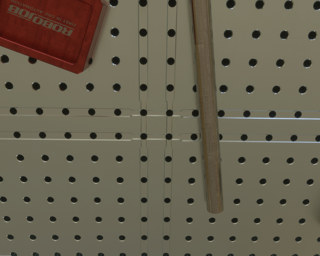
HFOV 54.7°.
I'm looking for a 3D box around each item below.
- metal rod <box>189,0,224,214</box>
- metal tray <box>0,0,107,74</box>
[{"bbox_3d":[0.063,-0.019,0.406,0.025,0.025,0.298,-7,110,2],"label":"metal rod"},{"bbox_3d":[-0.139,-0.128,0.361,0.131,0.030,0.089,20,109,-8],"label":"metal tray"}]
